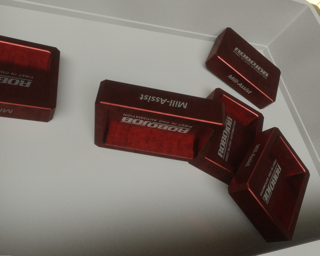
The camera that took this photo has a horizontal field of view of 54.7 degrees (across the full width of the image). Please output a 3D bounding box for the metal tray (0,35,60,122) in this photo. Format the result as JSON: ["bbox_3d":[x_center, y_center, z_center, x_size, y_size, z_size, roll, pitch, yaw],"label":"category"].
[{"bbox_3d":[-0.182,-0.059,0.340,0.131,0.030,0.090,8,58,-24],"label":"metal tray"}]

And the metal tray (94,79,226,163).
[{"bbox_3d":[-0.004,-0.003,0.344,0.131,0.090,0.030,10,57,-6],"label":"metal tray"}]

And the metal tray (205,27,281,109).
[{"bbox_3d":[0.147,-0.104,0.536,0.130,0.030,0.090,36,51,-12],"label":"metal tray"}]

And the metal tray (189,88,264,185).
[{"bbox_3d":[0.099,0.012,0.447,0.090,0.030,0.130,30,52,-9],"label":"metal tray"}]

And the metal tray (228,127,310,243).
[{"bbox_3d":[0.147,0.069,0.404,0.090,0.030,0.131,52,46,-8],"label":"metal tray"}]
